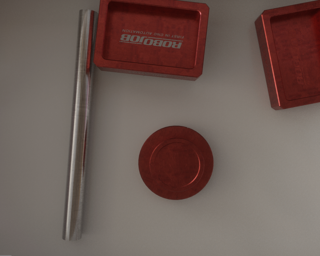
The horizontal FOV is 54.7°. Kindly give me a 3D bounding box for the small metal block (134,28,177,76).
[{"bbox_3d":[-0.007,-0.102,0.411,0.050,0.025,0.050,-17,90,-1],"label":"small metal block"}]

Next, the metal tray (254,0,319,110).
[{"bbox_3d":[0.186,-0.095,0.411,0.091,0.030,0.129,-11,90,-1],"label":"metal tray"}]

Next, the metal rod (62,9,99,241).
[{"bbox_3d":[-0.105,-0.004,0.410,0.025,0.025,0.298,4,90,-1],"label":"metal rod"}]

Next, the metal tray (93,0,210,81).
[{"bbox_3d":[-0.010,-0.111,0.383,0.131,0.030,0.089,6,90,-1],"label":"metal tray"}]

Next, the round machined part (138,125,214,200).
[{"bbox_3d":[0.021,0.045,0.403,0.099,0.042,0.097,0,90,-1],"label":"round machined part"}]
